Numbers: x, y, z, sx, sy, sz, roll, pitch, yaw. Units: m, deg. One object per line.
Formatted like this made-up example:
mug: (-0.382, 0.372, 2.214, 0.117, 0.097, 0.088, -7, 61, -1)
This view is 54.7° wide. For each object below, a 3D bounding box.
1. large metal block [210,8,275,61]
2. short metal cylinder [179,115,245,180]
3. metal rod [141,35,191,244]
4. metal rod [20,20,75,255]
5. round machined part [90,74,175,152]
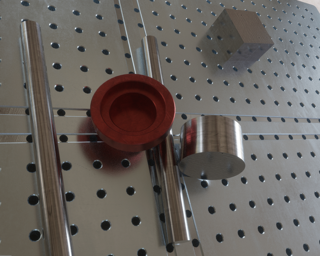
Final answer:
large metal block: (0.154, -0.174, 0.584, 0.081, 0.050, 0.080, -8, 66, -32)
short metal cylinder: (0.065, 0.027, 0.393, 0.081, 0.080, 0.050, 17, 55, -19)
metal rod: (0.002, -0.004, 0.413, 0.025, 0.025, 0.299, 6, 59, -26)
metal rod: (-0.127, 0.003, 0.338, 0.025, 0.025, 0.299, -2, 63, -30)
round machined part: (-0.033, -0.015, 0.377, 0.099, 0.042, 0.098, 3, 61, -5)
